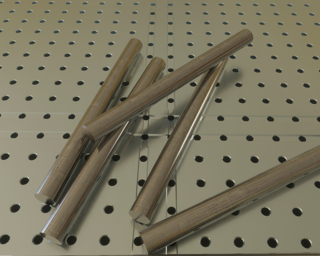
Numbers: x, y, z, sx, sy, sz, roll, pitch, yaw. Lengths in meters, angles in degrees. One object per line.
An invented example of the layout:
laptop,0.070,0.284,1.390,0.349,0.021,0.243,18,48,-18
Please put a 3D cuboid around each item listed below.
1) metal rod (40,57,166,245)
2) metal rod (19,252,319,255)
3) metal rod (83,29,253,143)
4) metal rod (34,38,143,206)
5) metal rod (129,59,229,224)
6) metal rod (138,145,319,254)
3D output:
metal rod,-0.056,0.005,0.403,0.025,0.025,0.301,16,52,13
metal rod,0.003,0.134,0.295,0.302,0.025,0.025,0,50,-1
metal rod,0.028,-0.070,0.432,0.302,0.025,0.025,-35,58,-26
metal rod,-0.084,-0.031,0.433,0.025,0.025,0.300,13,51,10
metal rod,0.039,-0.011,0.416,0.025,0.025,0.301,19,52,15
metal rod,0.118,0.064,0.354,0.302,0.025,0.025,-21,53,-17
